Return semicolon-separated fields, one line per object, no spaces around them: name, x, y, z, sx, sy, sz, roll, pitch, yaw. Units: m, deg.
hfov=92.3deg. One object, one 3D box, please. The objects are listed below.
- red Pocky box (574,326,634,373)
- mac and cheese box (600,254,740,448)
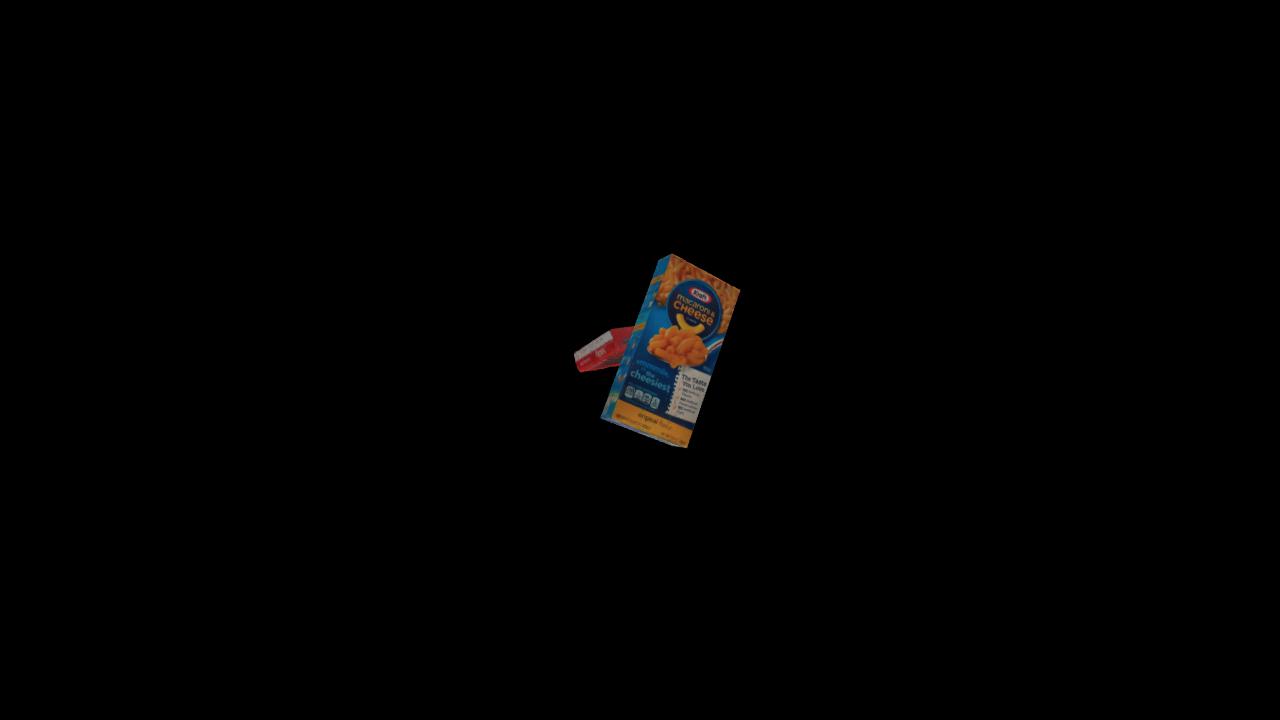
red Pocky box;0.008;-0.019;0.723;0.155;0.028;0.083;-10;-12;-39
mac and cheese box;0.034;-0.009;0.648;0.093;0.184;0.041;24;-12;-19
